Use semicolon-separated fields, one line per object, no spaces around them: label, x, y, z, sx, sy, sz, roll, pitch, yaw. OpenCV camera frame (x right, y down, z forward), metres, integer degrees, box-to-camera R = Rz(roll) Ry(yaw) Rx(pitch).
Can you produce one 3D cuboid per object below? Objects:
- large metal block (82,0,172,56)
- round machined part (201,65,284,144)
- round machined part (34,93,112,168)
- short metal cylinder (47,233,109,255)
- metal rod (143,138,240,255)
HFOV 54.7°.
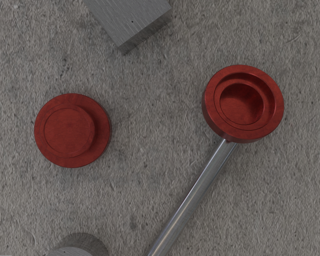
large metal block;-0.042;-0.153;0.397;0.080;0.050;0.080;-37;90;0
round machined part;0.101;-0.027;0.393;0.099;0.042;0.098;2;72;-5
round machined part;-0.114;0.004;0.400;0.099;0.042;0.097;0;90;0
short metal cylinder;-0.108;0.182;0.397;0.081;0.050;0.079;0;90;0
metal rod;0.012;0.140;0.410;0.025;0.025;0.299;33;90;0
